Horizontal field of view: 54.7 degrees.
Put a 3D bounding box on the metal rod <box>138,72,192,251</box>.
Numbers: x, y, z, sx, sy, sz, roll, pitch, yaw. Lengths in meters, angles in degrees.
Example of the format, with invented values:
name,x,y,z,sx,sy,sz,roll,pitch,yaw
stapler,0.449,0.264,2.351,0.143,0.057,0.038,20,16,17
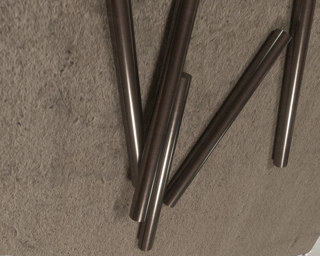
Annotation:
name,x,y,z,sx,sy,sz,roll,pitch,yaw
metal rod,0.001,0.065,0.449,0.025,0.025,0.298,-4,120,-27

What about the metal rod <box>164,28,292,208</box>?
name,x,y,z,sx,sy,sz,roll,pitch,yaw
metal rod,0.090,-0.006,0.454,0.025,0.025,0.299,23,106,-37

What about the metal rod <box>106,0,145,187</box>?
name,x,y,z,sx,sy,sz,roll,pitch,yaw
metal rod,-0.036,-0.046,0.359,0.025,0.025,0.298,-17,126,-19

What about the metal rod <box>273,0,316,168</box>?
name,x,y,z,sx,sy,sz,roll,pitch,yaw
metal rod,0.207,-0.057,0.486,0.025,0.025,0.298,-19,126,-18

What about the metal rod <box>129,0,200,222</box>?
name,x,y,z,sx,sy,sz,roll,pitch,yaw
metal rod,0.003,-0.018,0.376,0.025,0.025,0.298,2,111,-30
